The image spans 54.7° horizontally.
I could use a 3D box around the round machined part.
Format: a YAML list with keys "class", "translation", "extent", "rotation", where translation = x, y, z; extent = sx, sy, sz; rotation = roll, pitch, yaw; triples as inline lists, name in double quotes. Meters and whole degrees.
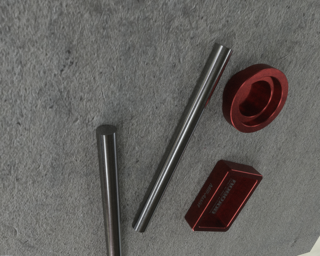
- class: "round machined part"
  translation: [0.129, -0.045, 0.441]
  extent: [0.099, 0.042, 0.097]
  rotation: [-14, 125, -21]

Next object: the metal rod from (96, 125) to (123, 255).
- class: "metal rod"
  translation: [-0.069, 0.130, 0.450]
  extent: [0.025, 0.025, 0.298]
  rotation: [-12, 124, -22]

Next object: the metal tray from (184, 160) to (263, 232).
- class: "metal tray"
  translation: [0.111, 0.122, 0.542]
  extent: [0.091, 0.030, 0.129]
  rotation: [15, 110, -35]

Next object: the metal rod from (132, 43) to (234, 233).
- class: "metal rod"
  translation: [0.024, 0.026, 0.438]
  extent: [0.025, 0.025, 0.298]
  rotation: [11, 113, -33]
